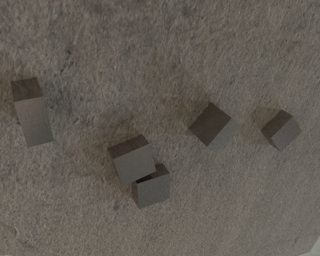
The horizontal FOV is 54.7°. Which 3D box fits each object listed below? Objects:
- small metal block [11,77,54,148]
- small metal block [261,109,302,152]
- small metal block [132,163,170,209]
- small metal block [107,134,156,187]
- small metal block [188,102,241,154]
[{"bbox_3d":[-0.128,-0.017,0.311,0.025,0.050,0.050,-15,125,-20],"label":"small metal block"},{"bbox_3d":[0.207,0.005,0.526,0.050,0.025,0.050,-45,130,3],"label":"small metal block"},{"bbox_3d":[-0.013,0.085,0.454,0.050,0.025,0.050,-15,125,-21],"label":"small metal block"},{"bbox_3d":[-0.037,0.043,0.415,0.050,0.025,0.050,-23,127,-15],"label":"small metal block"},{"bbox_3d":[0.076,-0.001,0.434,0.025,0.050,0.050,33,100,-39],"label":"small metal block"}]
